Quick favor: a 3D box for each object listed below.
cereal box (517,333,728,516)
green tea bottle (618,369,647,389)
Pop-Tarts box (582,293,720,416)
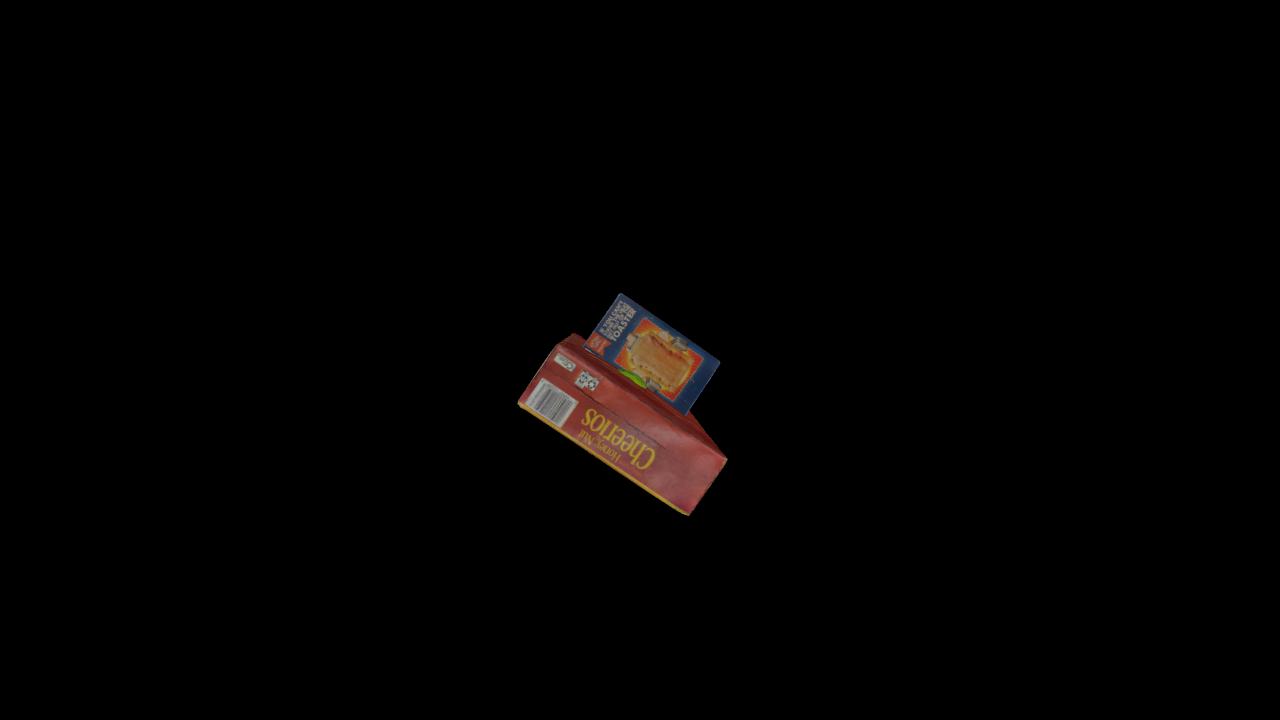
[{"bbox_3d":[-0.023,0.057,0.730,0.203,0.081,0.306,34,2,-5],"label":"cereal box"},{"bbox_3d":[-0.023,0.047,0.704,0.073,0.073,0.212,0,-9,2],"label":"green tea bottle"},{"bbox_3d":[-0.014,0.033,0.717,0.141,0.167,0.083,34,-7,-2],"label":"Pop-Tarts box"}]
